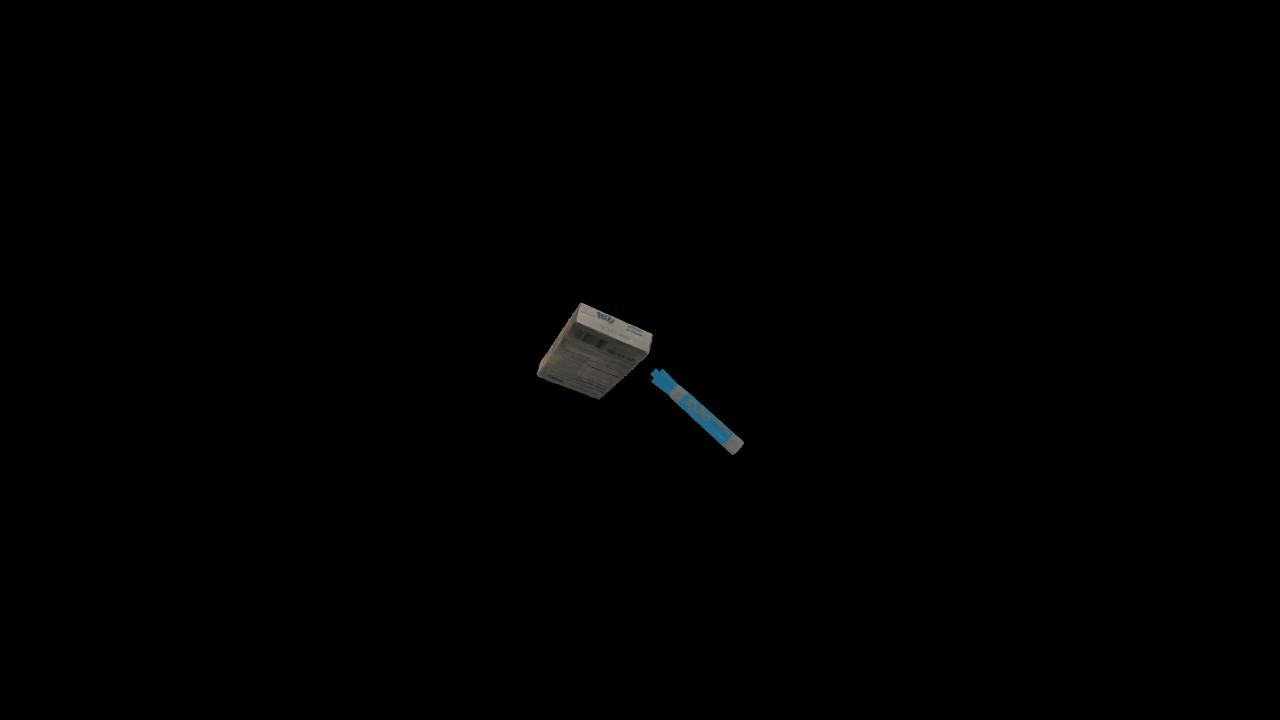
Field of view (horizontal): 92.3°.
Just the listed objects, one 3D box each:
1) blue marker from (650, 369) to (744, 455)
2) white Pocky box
[{"bbox_3d":[0.058,0.052,0.646,0.121,0.020,0.020,42,2,3],"label":"blue marker"},{"bbox_3d":[-0.053,-0.004,0.671,0.084,0.028,0.154,22,-29,-14],"label":"white Pocky box"}]
